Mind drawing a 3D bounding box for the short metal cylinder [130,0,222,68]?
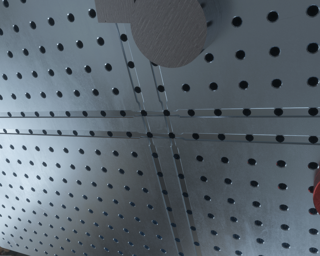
[{"bbox_3d":[0.017,-0.108,0.319,0.080,0.050,0.079,13,124,21],"label":"short metal cylinder"}]

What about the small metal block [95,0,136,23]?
[{"bbox_3d":[-0.045,-0.145,0.345,0.050,0.025,0.050,9,123,23],"label":"small metal block"}]

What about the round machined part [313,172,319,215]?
[{"bbox_3d":[0.220,0.082,0.335,0.098,0.042,0.097,13,124,21],"label":"round machined part"}]
